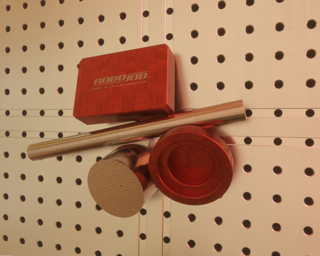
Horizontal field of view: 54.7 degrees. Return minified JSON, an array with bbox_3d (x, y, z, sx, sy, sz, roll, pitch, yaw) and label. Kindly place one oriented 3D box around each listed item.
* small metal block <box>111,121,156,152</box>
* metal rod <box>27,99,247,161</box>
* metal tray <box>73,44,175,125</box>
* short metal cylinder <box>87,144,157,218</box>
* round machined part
[{"bbox_3d":[-0.035,0.015,0.433,0.050,0.025,0.050,19,96,18],"label":"small metal block"},{"bbox_3d":[-0.044,0.007,0.400,0.301,0.025,0.025,-11,86,19],"label":"metal rod"},{"bbox_3d":[-0.047,-0.056,0.411,0.130,0.030,0.090,-5,70,19],"label":"metal tray"},{"bbox_3d":[-0.045,0.068,0.402,0.080,0.050,0.079,9,112,22],"label":"short metal cylinder"},{"bbox_3d":[0.039,0.041,0.377,0.098,0.042,0.097,5,113,13],"label":"round machined part"}]
